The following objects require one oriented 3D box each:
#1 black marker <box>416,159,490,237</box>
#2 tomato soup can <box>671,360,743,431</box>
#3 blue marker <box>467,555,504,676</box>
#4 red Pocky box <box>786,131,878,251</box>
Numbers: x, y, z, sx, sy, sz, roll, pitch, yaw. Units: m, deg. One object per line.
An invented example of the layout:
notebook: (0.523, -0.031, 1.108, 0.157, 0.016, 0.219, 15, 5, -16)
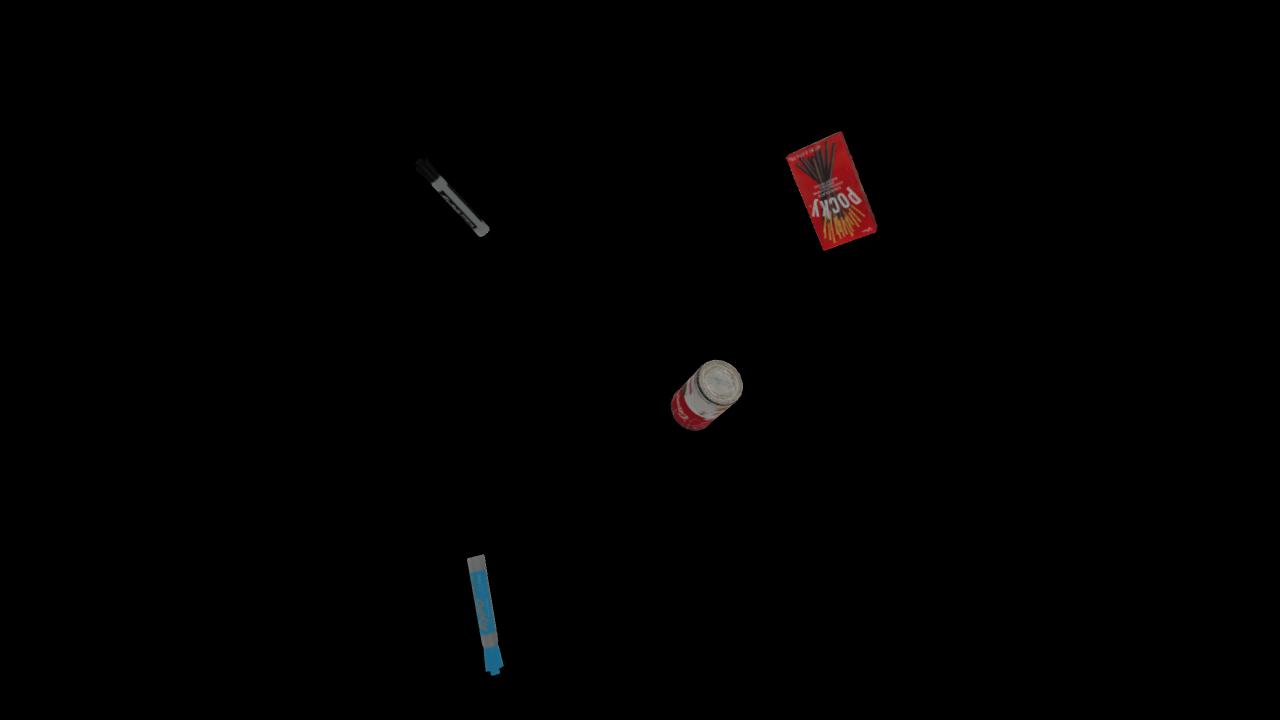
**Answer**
black marker: (-0.236, -0.204, 0.778, 0.020, 0.020, 0.121, 0, -35, 37)
tomato soup can: (0.091, 0.050, 0.849, 0.068, 0.068, 0.101, 0, -25, -20)
blue marker: (-0.164, 0.270, 0.653, 0.020, 0.121, 0.020, -13, -12, -3)
red Pocky box: (0.284, -0.245, 0.905, 0.083, 0.155, 0.028, -19, 18, 30)
